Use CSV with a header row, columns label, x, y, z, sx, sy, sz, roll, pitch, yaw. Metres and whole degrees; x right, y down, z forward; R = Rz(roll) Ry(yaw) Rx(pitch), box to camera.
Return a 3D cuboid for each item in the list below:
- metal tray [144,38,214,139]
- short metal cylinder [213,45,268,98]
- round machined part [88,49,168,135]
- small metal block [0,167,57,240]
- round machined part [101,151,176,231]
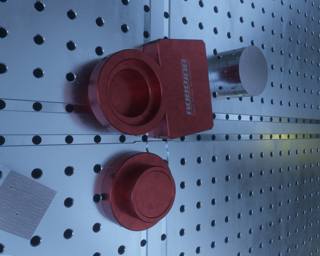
label,x,y,z,sx,sy,sz,roll,pitch,yaw
metal tray,0.029,-0.055,0.432,0.091,0.030,0.129,-12,98,-40
short metal cylinder,0.132,-0.090,0.506,0.081,0.050,0.079,0,91,-40
round machined part,-0.040,-0.040,0.366,0.099,0.042,0.097,0,90,-40
small metal block,-0.137,0.072,0.296,0.050,0.025,0.050,39,66,-33
round machined part,-0.019,0.079,0.384,0.099,0.042,0.097,0,90,-40
